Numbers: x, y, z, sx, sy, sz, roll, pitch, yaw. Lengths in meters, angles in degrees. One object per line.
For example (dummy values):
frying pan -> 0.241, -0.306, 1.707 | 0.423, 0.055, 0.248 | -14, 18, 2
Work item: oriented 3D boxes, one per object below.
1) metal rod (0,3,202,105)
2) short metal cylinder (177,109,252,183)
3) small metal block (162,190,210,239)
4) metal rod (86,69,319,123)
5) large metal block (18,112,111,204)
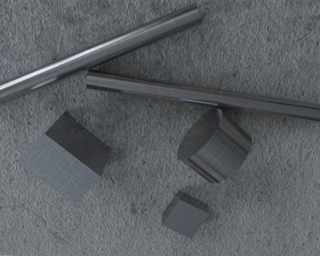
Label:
metal rod -> -0.096, -0.082, 0.378 | 0.301, 0.025, 0.025 | -20, 109, 7
short metal cylinder -> 0.067, 0.022, 0.390 | 0.050, 0.080, 0.080 | 39, 105, -13
small metal block -> 0.037, 0.128, 0.458 | 0.050, 0.025, 0.050 | 28, 107, -10
metal rod -> 0.060, -0.040, 0.395 | 0.302, 0.025, 0.025 | 8, 110, -4
large metal block -> -0.115, 0.035, 0.392 | 0.080, 0.080, 0.050 | 41, 105, -14
